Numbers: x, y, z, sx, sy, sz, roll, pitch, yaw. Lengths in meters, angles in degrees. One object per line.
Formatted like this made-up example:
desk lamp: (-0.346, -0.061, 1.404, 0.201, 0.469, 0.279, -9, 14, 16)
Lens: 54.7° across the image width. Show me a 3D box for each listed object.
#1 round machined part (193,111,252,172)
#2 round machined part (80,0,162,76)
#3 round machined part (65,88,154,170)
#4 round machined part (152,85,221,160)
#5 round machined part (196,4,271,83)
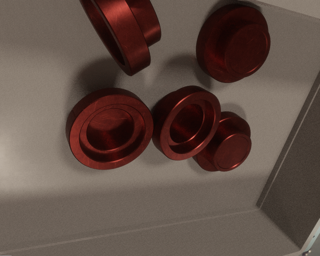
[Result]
round machined part: (0.099, 0.027, 0.471, 0.099, 0.042, 0.097, -14, 125, -21)
round machined part: (-0.034, -0.100, 0.282, 0.042, 0.098, 0.098, -33, 129, -7)
round machined part: (-0.061, -0.003, 0.364, 0.099, 0.042, 0.097, -14, 124, -21)
round machined part: (0.029, -0.010, 0.402, 0.099, 0.042, 0.097, -21, 129, -28)
round machined part: (0.098, -0.102, 0.390, 0.099, 0.042, 0.097, -14, 125, -21)
